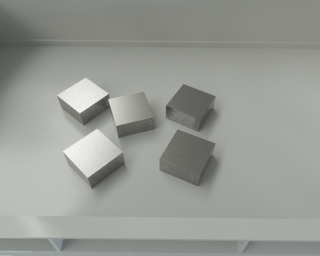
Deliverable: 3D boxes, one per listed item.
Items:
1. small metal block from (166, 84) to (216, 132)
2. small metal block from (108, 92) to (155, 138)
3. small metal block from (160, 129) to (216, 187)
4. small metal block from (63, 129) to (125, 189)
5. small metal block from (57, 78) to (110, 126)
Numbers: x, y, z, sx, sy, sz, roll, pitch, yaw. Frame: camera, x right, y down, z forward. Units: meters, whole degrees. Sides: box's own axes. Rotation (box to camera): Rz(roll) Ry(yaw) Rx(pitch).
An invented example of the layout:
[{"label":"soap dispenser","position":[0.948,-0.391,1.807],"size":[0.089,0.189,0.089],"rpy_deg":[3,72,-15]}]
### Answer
[{"label":"small metal block","position":[0.042,-0.029,0.429],"size":[0.050,0.025,0.050],"rpy_deg":[24,54,19]},{"label":"small metal block","position":[-0.039,-0.019,0.420],"size":[0.050,0.025,0.050],"rpy_deg":[-14,51,-11]},{"label":"small metal block","position":[0.033,0.035,0.376],"size":[0.050,0.025,0.050],"rpy_deg":[21,53,17]},{"label":"small metal block","position":[-0.079,0.036,0.374],"size":[0.050,0.025,0.050],"rpy_deg":[-36,59,-27]},{"label":"small metal block","position":[-0.106,-0.038,0.436],"size":[0.050,0.025,0.050],"rpy_deg":[35,58,26]}]
